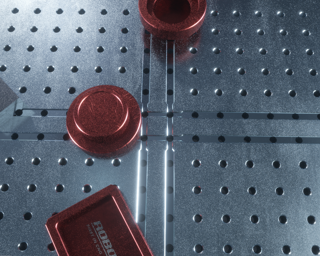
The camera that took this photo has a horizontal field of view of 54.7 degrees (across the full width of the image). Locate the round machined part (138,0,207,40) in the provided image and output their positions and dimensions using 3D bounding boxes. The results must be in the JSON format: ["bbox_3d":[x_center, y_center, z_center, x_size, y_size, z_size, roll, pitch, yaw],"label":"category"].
[{"bbox_3d":[0.018,-0.173,0.466,0.099,0.042,0.098,0,70,0],"label":"round machined part"}]

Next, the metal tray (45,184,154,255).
[{"bbox_3d":[-0.061,0.143,0.356,0.090,0.030,0.130,-28,73,-10],"label":"metal tray"}]

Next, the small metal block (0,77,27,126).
[{"bbox_3d":[-0.223,-0.036,0.423,0.050,0.025,0.050,-43,76,-14],"label":"small metal block"}]

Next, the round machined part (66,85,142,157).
[{"bbox_3d":[-0.074,-0.014,0.407,0.099,0.042,0.098,0,70,0],"label":"round machined part"}]
